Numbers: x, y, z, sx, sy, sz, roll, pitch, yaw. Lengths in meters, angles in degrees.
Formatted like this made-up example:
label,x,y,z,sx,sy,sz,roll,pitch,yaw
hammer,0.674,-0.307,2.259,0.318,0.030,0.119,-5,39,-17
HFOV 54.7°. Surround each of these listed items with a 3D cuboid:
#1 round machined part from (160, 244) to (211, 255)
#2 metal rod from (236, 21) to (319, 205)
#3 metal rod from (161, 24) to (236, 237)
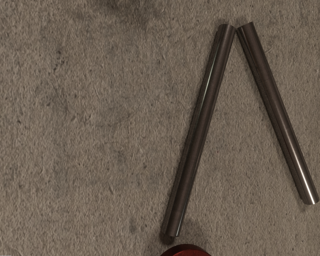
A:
label,x,y,z,sx,sy,sz,roll,pitch,yaw
round machined part,0.029,0.203,0.412,0.099,0.042,0.097,0,90,-21
metal rod,0.185,-0.017,0.479,0.025,0.025,0.299,-27,99,-18
metal rod,0.055,-0.001,0.430,0.025,0.025,0.299,18,84,-20
